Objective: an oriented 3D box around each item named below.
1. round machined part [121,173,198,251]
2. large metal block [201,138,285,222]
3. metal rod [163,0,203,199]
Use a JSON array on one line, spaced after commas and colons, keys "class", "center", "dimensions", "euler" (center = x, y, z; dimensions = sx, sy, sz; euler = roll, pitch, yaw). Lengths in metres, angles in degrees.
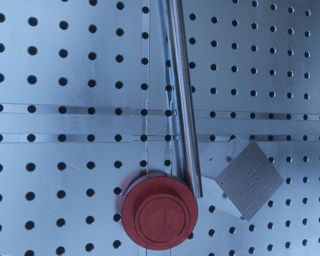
[{"class": "round machined part", "center": [0.001, 0.109, 0.392], "dimensions": [0.099, 0.042, 0.097], "euler": [-1, 95, -7]}, {"class": "large metal block", "center": [0.114, 0.071, 0.442], "dimensions": [0.080, 0.050, 0.080], "euler": [-42, 104, -15]}, {"class": "metal rod", "center": [0.031, -0.053, 0.423], "dimensions": [0.025, 0.025, 0.298], "euler": [-7, 93, -20]}]
